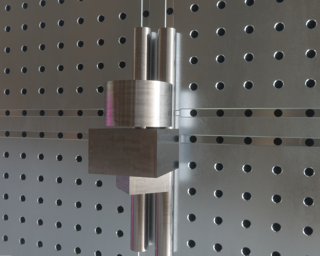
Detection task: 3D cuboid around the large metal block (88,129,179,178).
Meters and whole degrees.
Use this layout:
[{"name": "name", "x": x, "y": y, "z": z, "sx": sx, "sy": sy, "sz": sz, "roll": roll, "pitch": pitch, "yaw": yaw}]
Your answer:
[{"name": "large metal block", "x": -0.027, "y": 0.026, "z": 0.366, "sx": 0.080, "sy": 0.080, "sz": 0.050, "roll": 1, "pitch": 90, "yaw": 19}]

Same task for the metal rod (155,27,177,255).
[{"name": "metal rod", "x": 0.007, "y": 0.020, "z": 0.410, "sx": 0.025, "sy": 0.025, "sz": 0.298, "roll": 1, "pitch": 90, "yaw": 19}]

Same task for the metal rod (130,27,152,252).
[{"name": "metal rod", "x": -0.026, "y": 0.015, "z": 0.422, "sx": 0.025, "sy": 0.025, "sz": 0.298, "roll": 1, "pitch": 90, "yaw": 19}]

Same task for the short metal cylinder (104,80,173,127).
[{"name": "short metal cylinder", "x": -0.025, "y": -0.027, "z": 0.369, "sx": 0.080, "sy": 0.080, "sz": 0.050, "roll": 1, "pitch": 91, "yaw": 19}]

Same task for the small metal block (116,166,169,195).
[{"name": "small metal block", "x": -0.022, "y": 0.063, "z": 0.382, "sx": 0.050, "sy": 0.050, "sz": 0.025, "roll": 1, "pitch": 91, "yaw": -25}]
